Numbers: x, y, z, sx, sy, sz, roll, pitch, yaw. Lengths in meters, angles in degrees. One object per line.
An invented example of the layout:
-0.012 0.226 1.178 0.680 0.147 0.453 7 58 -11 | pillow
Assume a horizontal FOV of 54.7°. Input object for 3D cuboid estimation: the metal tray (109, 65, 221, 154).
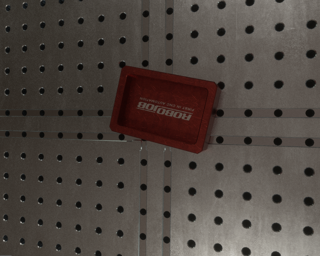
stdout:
0.005 -0.026 0.407 0.130 0.030 0.089 14 95 19 | metal tray
